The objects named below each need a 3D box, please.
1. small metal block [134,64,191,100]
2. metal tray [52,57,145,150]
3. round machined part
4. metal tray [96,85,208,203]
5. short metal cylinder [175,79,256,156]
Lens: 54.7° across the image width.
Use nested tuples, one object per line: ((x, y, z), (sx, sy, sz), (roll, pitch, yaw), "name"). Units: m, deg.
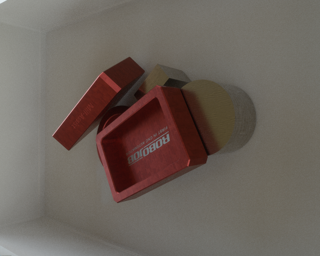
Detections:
((0.005, -0.048, 0.382), (0.050, 0.050, 0.025), (-50, 61, 27), "small metal block")
((-0.084, -0.034, 0.427), (0.030, 0.090, 0.129), (44, 120, -5), "metal tray")
((-0.040, 0.019, 0.426), (0.098, 0.042, 0.097), (0, 90, 39), "round machined part")
((-0.017, 0.022, 0.351), (0.130, 0.030, 0.090), (-35, 68, 39), "metal tray")
((0.057, -0.010, 0.340), (0.080, 0.050, 0.079), (0, 90, 39), "short metal cylinder")
